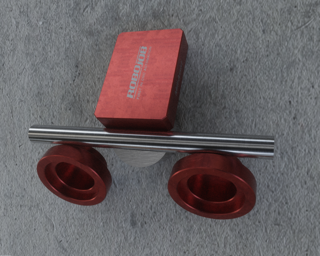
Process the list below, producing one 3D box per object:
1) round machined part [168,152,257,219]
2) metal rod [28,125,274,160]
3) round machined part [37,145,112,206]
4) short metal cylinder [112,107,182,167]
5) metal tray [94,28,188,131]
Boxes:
[{"bbox_3d":[0.061,0.062,0.360,0.098,0.042,0.097,10,136,11],"label":"round machined part"},{"bbox_3d":[-0.026,0.014,0.366,0.301,0.025,0.025,3,91,19],"label":"metal rod"},{"bbox_3d":[-0.111,0.059,0.422,0.098,0.042,0.097,9,131,11],"label":"round machined part"},{"bbox_3d":[-0.017,0.008,0.402,0.080,0.050,0.079,0,90,19],"label":"short metal cylinder"},{"bbox_3d":[-0.020,-0.062,0.385,0.090,0.030,0.130,2,65,19],"label":"metal tray"}]
